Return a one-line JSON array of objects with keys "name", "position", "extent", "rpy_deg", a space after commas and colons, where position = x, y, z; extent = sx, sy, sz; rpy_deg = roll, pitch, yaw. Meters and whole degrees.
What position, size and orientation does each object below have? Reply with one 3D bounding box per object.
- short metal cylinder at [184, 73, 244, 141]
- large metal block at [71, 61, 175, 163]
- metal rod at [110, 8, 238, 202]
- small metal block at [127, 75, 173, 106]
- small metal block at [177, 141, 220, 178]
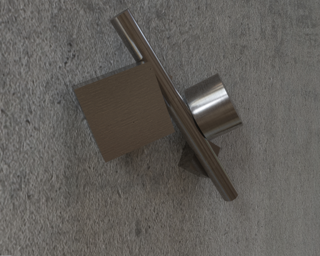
[{"name": "short metal cylinder", "position": [0.075, -0.029, 0.429], "extent": [0.080, 0.050, 0.080], "rpy_deg": [56, 18, -27]}, {"name": "large metal block", "position": [-0.040, -0.021, 0.336], "extent": [0.081, 0.050, 0.080], "rpy_deg": [-24, 107, -13]}, {"name": "metal rod", "position": [0.031, -0.012, 0.402], "extent": [0.025, 0.025, 0.299], "rpy_deg": [-49, 119, -29]}, {"name": "small metal block", "position": [-0.014, -0.049, 0.396], "extent": [0.050, 0.025, 0.050], "rpy_deg": [16, 80, -39]}, {"name": "small metal block", "position": [0.058, 0.042, 0.458], "extent": [0.050, 0.025, 0.050], "rpy_deg": [31, 71, -36]}]
